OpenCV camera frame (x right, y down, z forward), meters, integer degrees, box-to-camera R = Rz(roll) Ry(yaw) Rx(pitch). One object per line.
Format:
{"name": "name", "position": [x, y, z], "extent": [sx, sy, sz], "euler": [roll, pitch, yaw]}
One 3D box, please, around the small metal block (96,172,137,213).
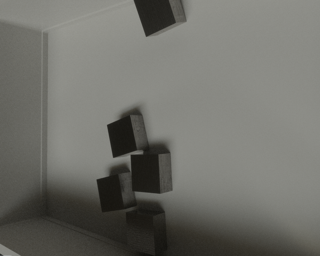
{"name": "small metal block", "position": [-0.065, 0.096, 0.461], "extent": [0.050, 0.025, 0.050], "euler": [-19, 78, 38]}

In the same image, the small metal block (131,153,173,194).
{"name": "small metal block", "position": [-0.012, 0.060, 0.417], "extent": [0.050, 0.025, 0.050], "euler": [-5, 87, 40]}

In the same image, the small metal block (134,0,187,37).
{"name": "small metal block", "position": [0.000, -0.151, 0.398], "extent": [0.050, 0.025, 0.050], "euler": [-12, 101, 39]}

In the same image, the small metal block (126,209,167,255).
{"name": "small metal block", "position": [-0.019, 0.140, 0.423], "extent": [0.050, 0.025, 0.050], "euler": [-6, 87, 40]}

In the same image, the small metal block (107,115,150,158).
{"name": "small metal block", "position": [-0.046, 0.013, 0.445], "extent": [0.050, 0.025, 0.050], "euler": [-20, 77, 38]}
